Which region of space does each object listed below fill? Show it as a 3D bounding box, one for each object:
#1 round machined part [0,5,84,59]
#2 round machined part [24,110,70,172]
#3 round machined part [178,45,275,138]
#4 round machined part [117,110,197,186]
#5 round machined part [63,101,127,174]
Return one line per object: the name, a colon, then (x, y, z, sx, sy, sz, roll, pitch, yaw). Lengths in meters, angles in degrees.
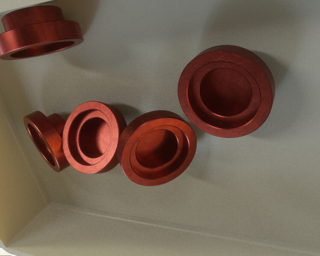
round machined part: (-0.145, -0.114, 0.367, 0.098, 0.099, 0.042, -8, 102, 31)
round machined part: (-0.163, 0.016, 0.476, 0.098, 0.042, 0.097, 37, 145, 32)
round machined part: (0.072, -0.041, 0.333, 0.098, 0.042, 0.097, 13, 124, 20)
round machined part: (-0.007, 0.022, 0.391, 0.042, 0.099, 0.097, -129, 33, -55)
round machined part: (-0.084, 0.014, 0.429, 0.098, 0.042, 0.097, -4, 82, 28)
